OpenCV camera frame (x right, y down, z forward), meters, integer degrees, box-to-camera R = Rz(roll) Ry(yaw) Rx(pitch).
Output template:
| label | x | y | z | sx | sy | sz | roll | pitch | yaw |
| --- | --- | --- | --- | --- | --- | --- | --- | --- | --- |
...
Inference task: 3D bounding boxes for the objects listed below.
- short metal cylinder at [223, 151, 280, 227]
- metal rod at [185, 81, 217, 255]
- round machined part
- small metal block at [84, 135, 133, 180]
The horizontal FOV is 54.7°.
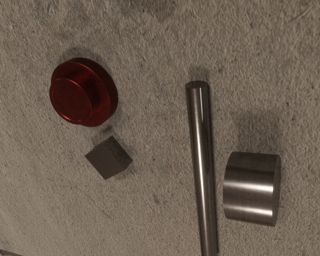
| label | x | y | z | sx | sy | sz | roll | pitch | yaw |
| --- | --- | --- | --- | --- | --- | --- | --- | --- | --- |
| short metal cylinder | 0.108 | 0.069 | 0.356 | 0.050 | 0.080 | 0.079 | 3 | 120 | 26 |
| metal rod | 0.060 | 0.080 | 0.423 | 0.025 | 0.025 | 0.298 | 6 | 121 | 25 |
| round machined part | -0.111 | -0.044 | 0.425 | 0.098 | 0.042 | 0.097 | 13 | 124 | 20 |
| small metal block | -0.079 | 0.046 | 0.475 | 0.050 | 0.025 | 0.050 | -31 | 102 | 37 |
